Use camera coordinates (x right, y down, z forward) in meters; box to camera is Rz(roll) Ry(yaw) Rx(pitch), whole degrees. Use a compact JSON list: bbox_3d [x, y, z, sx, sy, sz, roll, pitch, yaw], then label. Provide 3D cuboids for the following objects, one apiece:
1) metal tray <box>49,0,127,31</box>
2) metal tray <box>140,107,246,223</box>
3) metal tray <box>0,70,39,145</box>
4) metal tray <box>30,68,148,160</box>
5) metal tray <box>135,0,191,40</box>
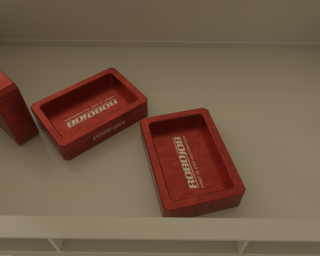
[{"bbox_3d":[-0.130,-0.230,0.557,0.131,0.090,0.030,-13,51,-11],"label":"metal tray"},{"bbox_3d":[0.033,0.038,0.369,0.091,0.030,0.130,-11,51,-9],"label":"metal tray"},{"bbox_3d":[-0.217,-0.046,0.399,0.130,0.090,0.030,36,59,26],"label":"metal tray"},{"bbox_3d":[-0.093,-0.024,0.421,0.131,0.030,0.090,-31,57,-24],"label":"metal tray"},{"bbox_3d":[0.006,-0.215,0.520,0.090,0.129,0.030,6,51,5],"label":"metal tray"}]
